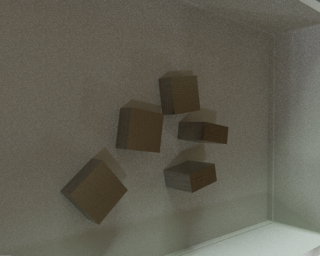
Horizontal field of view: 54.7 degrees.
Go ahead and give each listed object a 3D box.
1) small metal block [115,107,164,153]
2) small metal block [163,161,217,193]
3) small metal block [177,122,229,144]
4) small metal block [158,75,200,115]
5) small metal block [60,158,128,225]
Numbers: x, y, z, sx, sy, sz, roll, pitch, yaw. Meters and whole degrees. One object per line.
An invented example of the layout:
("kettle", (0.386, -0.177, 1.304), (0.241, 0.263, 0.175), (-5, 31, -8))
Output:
("small metal block", (-0.025, 0.004, 0.388), (0.050, 0.025, 0.050), (10, 84, -40))
("small metal block", (0.042, 0.066, 0.428), (0.050, 0.050, 0.025), (-15, 100, -39))
("small metal block", (0.061, 0.007, 0.444), (0.050, 0.050, 0.025), (10, 84, -40))
("small metal block", (0.028, -0.046, 0.432), (0.050, 0.025, 0.050), (-11, 97, -40))
("small metal block", (-0.073, 0.070, 0.347), (0.050, 0.025, 0.050), (-49, 119, -29))
